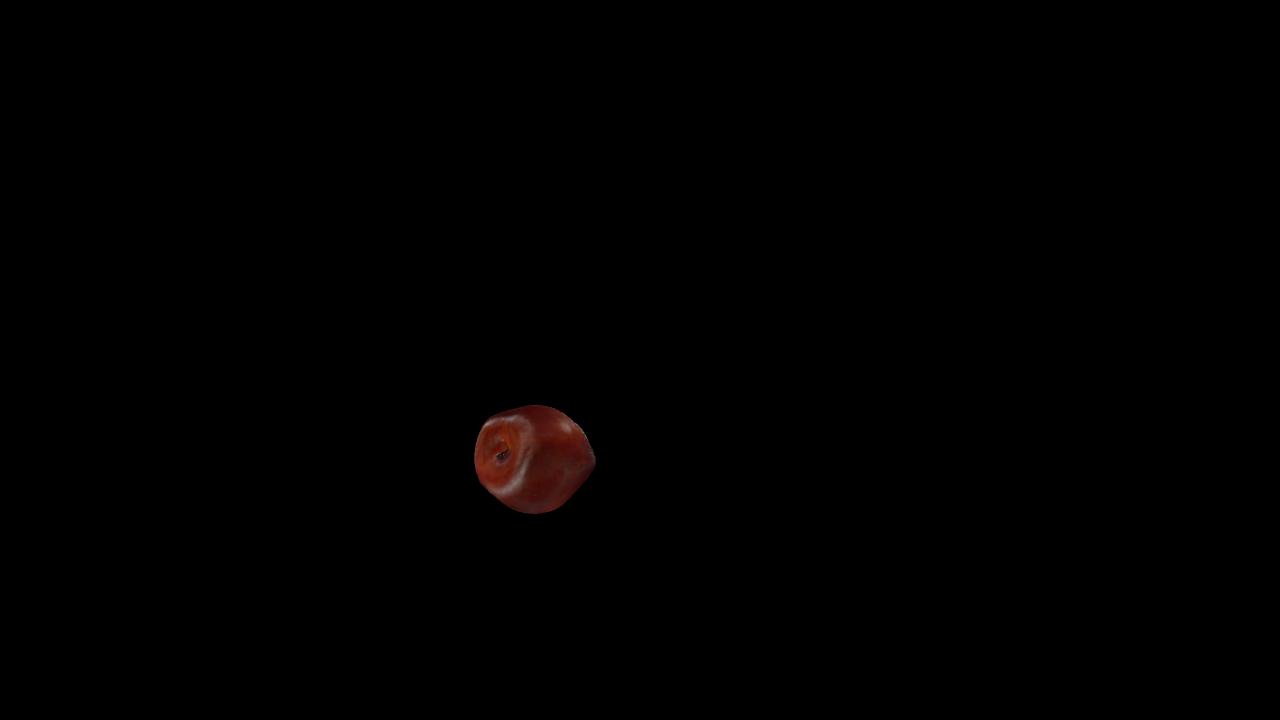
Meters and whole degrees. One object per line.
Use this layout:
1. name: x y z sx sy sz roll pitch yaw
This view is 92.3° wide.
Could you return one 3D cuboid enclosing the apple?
1. apple: -0.076 0.073 0.454 0.079 0.079 0.093 0 -10 30
